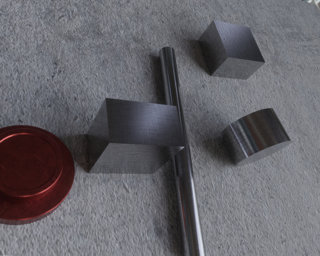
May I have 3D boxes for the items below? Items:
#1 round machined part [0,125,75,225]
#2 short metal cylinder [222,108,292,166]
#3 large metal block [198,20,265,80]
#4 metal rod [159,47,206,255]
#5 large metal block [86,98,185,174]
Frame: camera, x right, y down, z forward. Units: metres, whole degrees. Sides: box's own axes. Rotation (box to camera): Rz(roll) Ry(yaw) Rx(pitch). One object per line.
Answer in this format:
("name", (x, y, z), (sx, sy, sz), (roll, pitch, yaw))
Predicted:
("round machined part", (-0.132, 0.039, 0.298), (0.099, 0.042, 0.098), (14, 56, -21))
("short metal cylinder", (0.134, 0.014, 0.435), (0.081, 0.080, 0.050), (-9, 67, -33))
("large metal block", (0.123, -0.134, 0.538), (0.081, 0.050, 0.080), (0, 62, -29))
("metal rod", (0.025, 0.012, 0.410), (0.025, 0.025, 0.299), (8, 58, -24))
("large metal block", (-0.031, 0.013, 0.345), (0.081, 0.080, 0.050), (5, 60, -26))
